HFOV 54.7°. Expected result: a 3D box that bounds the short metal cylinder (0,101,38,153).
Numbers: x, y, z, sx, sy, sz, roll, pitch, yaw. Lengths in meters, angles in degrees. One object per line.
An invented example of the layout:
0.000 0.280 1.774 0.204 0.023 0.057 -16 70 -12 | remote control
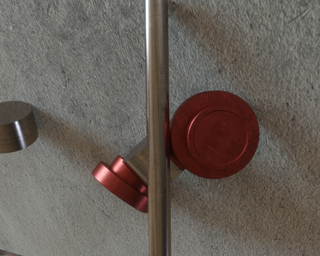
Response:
-0.242 -0.003 0.494 0.080 0.080 0.050 13 124 20 | short metal cylinder

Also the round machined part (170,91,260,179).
0.060 0.008 0.336 0.099 0.042 0.097 0 95 -4 | round machined part

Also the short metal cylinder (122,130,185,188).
-0.001 0.035 0.392 0.050 0.080 0.080 49 128 -7 | short metal cylinder

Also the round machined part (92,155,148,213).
-0.045 0.075 0.442 0.098 0.042 0.098 35 173 6 | round machined part

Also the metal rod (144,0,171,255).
-0.002 0.011 0.336 0.025 0.025 0.298 1 95 27 | metal rod
